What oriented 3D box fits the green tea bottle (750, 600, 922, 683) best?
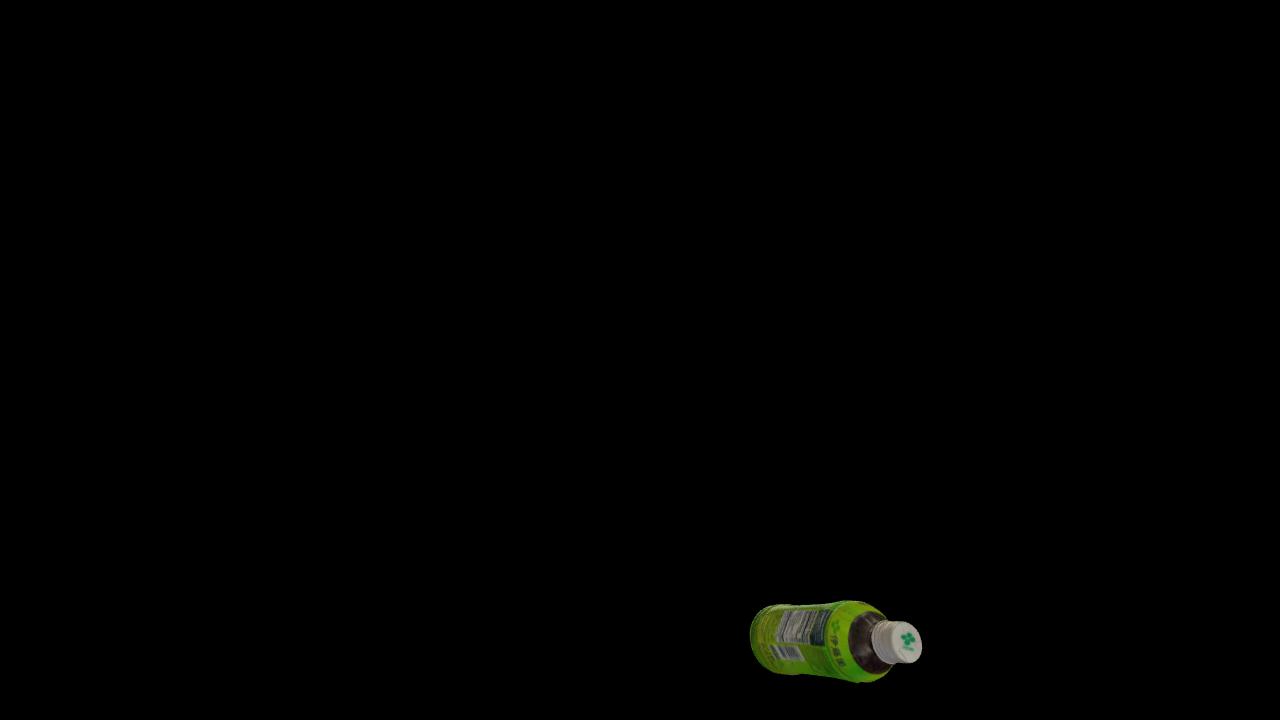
[{"bbox_3d":[0.180,0.266,0.583,0.073,0.073,0.212,0,-21,-18],"label":"green tea bottle"}]
